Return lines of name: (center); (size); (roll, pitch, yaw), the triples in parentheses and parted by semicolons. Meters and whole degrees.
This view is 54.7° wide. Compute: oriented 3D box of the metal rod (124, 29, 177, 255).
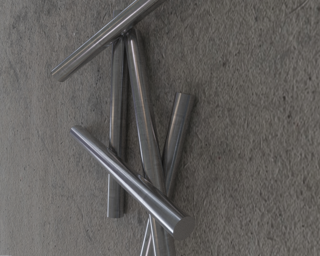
metal rod: (-0.016, 0.008, 0.392); (0.025, 0.025, 0.299); (-23, 68, 38)

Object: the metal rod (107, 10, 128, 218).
metal rod: (-0.061, -0.019, 0.455); (0.025, 0.025, 0.298); (3, 92, 40)

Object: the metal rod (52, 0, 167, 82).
metal rod: (-0.041, -0.147, 0.412); (0.299, 0.025, 0.025); (-29, 72, 27)

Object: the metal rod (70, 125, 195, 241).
metal rod: (-0.059, 0.050, 0.403); (0.300, 0.025, 0.025); (28, 108, 52)

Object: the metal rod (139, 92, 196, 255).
metal rod: (0.000, 0.101, 0.404); (0.025, 0.025, 0.298); (20, 103, 38)
